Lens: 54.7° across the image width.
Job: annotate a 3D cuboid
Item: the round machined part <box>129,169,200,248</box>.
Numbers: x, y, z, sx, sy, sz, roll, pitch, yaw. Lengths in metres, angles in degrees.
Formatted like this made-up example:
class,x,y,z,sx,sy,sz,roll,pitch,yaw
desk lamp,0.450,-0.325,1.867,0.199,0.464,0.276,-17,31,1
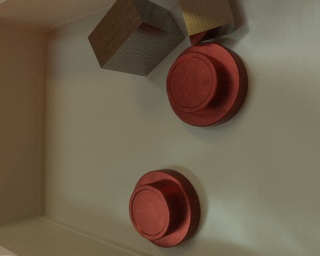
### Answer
class,x,y,z,sx,sy,sz,roll,pitch,yaw
round machined part,-0.001,0.103,0.395,0.098,0.042,0.097,0,90,39

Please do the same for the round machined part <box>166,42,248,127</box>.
class,x,y,z,sx,sy,sz,roll,pitch,yaw
round machined part,0.046,-0.050,0.356,0.098,0.042,0.097,0,90,39

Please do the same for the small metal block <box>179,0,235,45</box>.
class,x,y,z,sx,sy,sz,roll,pitch,yaw
small metal block,0.052,-0.128,0.349,0.050,0.025,0.050,-15,79,9

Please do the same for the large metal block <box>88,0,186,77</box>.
class,x,y,z,sx,sy,sz,roll,pitch,yaw
large metal block,-0.030,-0.115,0.393,0.080,0.081,0.050,-39,67,33
